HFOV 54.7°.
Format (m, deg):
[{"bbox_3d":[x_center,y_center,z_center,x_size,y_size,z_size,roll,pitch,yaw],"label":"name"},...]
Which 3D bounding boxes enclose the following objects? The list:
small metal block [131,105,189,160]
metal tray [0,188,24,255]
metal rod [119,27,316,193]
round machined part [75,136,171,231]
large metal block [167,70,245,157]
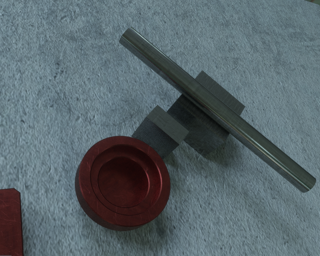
[{"bbox_3d":[-0.001,0.007,0.383,0.050,0.050,0.025,40,51,-1],"label":"small metal block"},{"bbox_3d":[-0.180,0.101,0.242,0.131,0.030,0.090,-1,62,-29],"label":"metal tray"},{"bbox_3d":[0.074,-0.022,0.392,0.300,0.025,0.025,39,51,-2],"label":"metal rod"},{"bbox_3d":[-0.042,0.061,0.333,0.099,0.042,0.098,14,56,-21],"label":"round machined part"},{"bbox_3d":[0.060,-0.021,0.433,0.080,0.050,0.080,40,51,-1],"label":"large metal block"}]
